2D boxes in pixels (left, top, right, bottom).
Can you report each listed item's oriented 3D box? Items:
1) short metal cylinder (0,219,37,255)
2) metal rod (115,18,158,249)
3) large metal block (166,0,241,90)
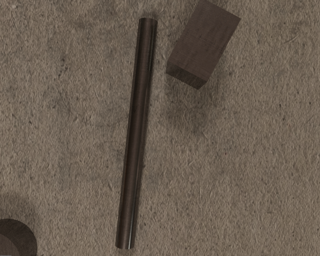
[{"bbox_3d":[-0.207,0.163,0.395,0.081,0.050,0.079,0,90,-1],"label":"short metal cylinder"},{"bbox_3d":[-0.031,0.007,0.409,0.025,0.025,0.298,6,90,-1],"label":"metal rod"},{"bbox_3d":[0.049,-0.098,0.383,0.050,0.080,0.080,28,90,-1],"label":"large metal block"}]
